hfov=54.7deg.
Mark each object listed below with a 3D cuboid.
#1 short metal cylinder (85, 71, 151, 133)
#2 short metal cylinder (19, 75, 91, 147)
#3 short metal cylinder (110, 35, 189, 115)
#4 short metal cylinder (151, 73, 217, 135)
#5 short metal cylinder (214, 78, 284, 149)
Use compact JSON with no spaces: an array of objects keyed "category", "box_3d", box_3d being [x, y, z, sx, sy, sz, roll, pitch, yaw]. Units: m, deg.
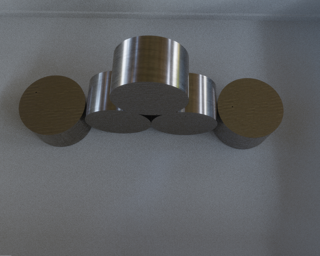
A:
[{"category":"short metal cylinder","box_3d":[-0.050,-0.030,0.389,0.080,0.080,0.050,2,70,0]},{"category":"short metal cylinder","box_3d":[-0.131,-0.021,0.401,0.081,0.050,0.080,0,70,0]},{"category":"short metal cylinder","box_3d":[-0.010,-0.051,0.324,0.080,0.080,0.050,2,70,0]},{"category":"short metal cylinder","box_3d":[0.030,-0.027,0.388,0.080,0.080,0.050,2,70,0]},{"category":"short metal cylinder","box_3d":[0.111,-0.017,0.402,0.081,0.050,0.080,0,70,0]}]
